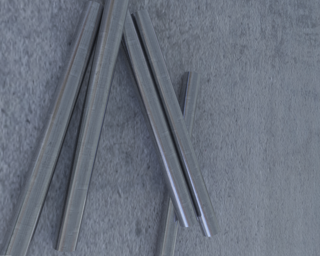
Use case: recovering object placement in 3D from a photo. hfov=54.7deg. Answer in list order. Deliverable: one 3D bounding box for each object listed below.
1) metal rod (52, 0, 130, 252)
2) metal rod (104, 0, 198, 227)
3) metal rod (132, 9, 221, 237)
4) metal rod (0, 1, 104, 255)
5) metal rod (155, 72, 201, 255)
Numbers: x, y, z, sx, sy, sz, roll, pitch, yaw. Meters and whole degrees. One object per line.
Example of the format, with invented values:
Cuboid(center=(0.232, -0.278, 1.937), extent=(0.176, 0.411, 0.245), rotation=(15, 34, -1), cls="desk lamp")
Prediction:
Cuboid(center=(-0.070, -0.022, 0.330), extent=(0.025, 0.025, 0.298), rotation=(14, 86, -40), cls="metal rod")
Cuboid(center=(-0.009, -0.018, 0.381), extent=(0.025, 0.025, 0.298), rotation=(-25, 100, -38), cls="metal rod")
Cuboid(center=(0.021, -0.001, 0.400), extent=(0.025, 0.025, 0.298), rotation=(-23, 98, -38), cls="metal rod")
Cuboid(center=(-0.108, 0.008, 0.314), extent=(0.025, 0.025, 0.299), rotation=(24, 75, -38), cls="metal rod")
Cuboid(center=(0.023, 0.069, 0.425), extent=(0.025, 0.025, 0.298), rotation=(16, 80, -39), cls="metal rod")
